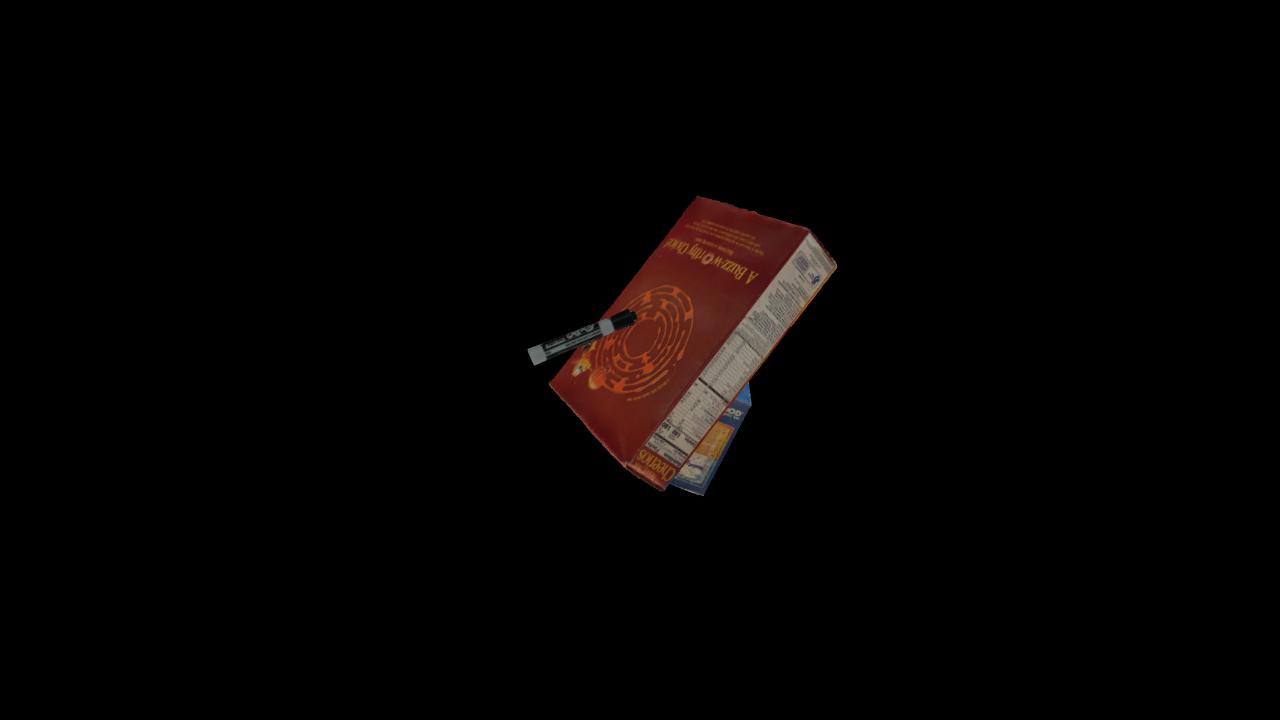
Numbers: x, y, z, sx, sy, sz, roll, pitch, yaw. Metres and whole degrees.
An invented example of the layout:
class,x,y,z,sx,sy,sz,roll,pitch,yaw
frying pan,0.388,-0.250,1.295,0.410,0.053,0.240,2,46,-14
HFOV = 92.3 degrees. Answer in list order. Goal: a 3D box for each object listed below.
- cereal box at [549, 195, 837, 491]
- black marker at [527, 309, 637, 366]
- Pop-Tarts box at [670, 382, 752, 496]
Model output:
class,x,y,z,sx,sy,sz,roll,pitch,yaw
cereal box,0.047,-0.032,0.702,0.081,0.306,0.203,38,-1,-38
black marker,-0.059,-0.026,0.651,0.121,0.020,0.020,-23,4,-9
Pop-Tarts box,0.067,0.051,0.755,0.083,0.141,0.167,19,29,-5
